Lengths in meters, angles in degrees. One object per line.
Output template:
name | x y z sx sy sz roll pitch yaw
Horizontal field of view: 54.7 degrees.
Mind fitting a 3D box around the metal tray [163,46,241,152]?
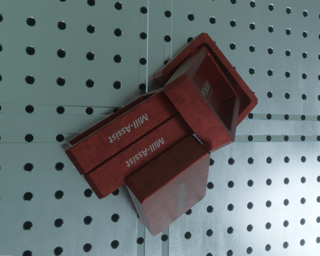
metal tray | 0.057 -0.041 0.375 0.090 0.030 0.130 52 30 -13

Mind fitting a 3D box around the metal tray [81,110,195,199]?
metal tray | -0.031 0.025 0.366 0.131 0.090 0.030 -34 102 -17

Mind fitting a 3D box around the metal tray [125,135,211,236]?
metal tray | 0.014 0.074 0.370 0.090 0.129 0.030 -34 60 -17

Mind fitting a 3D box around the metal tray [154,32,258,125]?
metal tray | 0.067 -0.054 0.435 0.090 0.030 0.130 -46 105 -15

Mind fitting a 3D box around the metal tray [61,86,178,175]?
metal tray | -0.048 0.000 0.361 0.131 0.090 0.030 -34 102 -17
